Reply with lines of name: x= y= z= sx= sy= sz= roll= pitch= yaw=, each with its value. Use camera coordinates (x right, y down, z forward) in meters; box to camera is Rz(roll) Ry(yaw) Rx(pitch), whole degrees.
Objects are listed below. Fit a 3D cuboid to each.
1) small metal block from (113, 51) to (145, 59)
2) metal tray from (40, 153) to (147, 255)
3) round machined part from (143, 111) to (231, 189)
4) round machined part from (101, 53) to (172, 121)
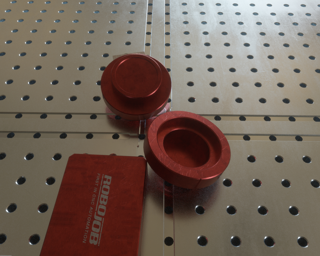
small metal block: x=-0.044 y=-0.091 z=0.484 sx=0.050 sy=0.025 sz=0.050 roll=-10 pitch=51 yaw=-9
metal tray: x=-0.063 y=0.090 z=0.328 sx=0.091 sy=0.030 sz=0.130 roll=3 pitch=50 yaw=2
round machined part: x=0.028 y=0.029 z=0.363 sx=0.099 sy=0.042 sz=0.098 roll=10 pitch=47 yaw=-11
round machined part: x=-0.033 y=-0.063 z=0.430 sx=0.099 sy=0.042 sz=0.098 roll=2 pitch=69 yaw=-5
